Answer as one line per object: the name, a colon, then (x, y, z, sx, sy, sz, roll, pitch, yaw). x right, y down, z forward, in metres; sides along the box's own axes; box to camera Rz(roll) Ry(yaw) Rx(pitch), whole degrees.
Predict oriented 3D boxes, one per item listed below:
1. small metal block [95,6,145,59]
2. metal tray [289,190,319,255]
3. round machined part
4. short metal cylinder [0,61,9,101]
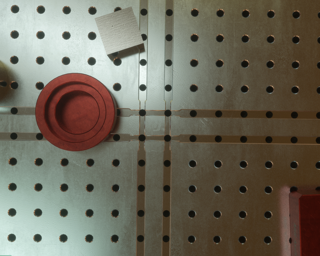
small metal block: (-0.053, -0.126, 0.413, 0.050, 0.025, 0.050, -18, 90, -1)
metal tray: (0.226, 0.150, 0.414, 0.091, 0.030, 0.129, -2, 90, -1)
round machined part: (-0.105, -0.020, 0.404, 0.099, 0.042, 0.097, 0, 90, -1)
short metal cylinder: (-0.247, -0.064, 0.398, 0.081, 0.050, 0.079, 0, 90, -1)
